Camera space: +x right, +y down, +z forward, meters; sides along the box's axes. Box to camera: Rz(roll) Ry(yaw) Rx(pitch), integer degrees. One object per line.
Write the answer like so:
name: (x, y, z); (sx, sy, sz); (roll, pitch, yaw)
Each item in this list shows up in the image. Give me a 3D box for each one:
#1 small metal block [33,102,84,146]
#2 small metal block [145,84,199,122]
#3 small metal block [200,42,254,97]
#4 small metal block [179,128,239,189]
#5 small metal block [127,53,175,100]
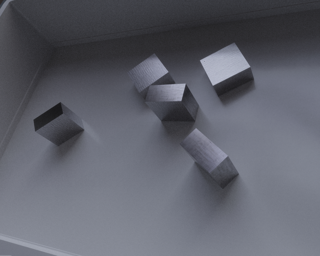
small metal block: (-0.153, -0.005, 0.471); (0.050, 0.050, 0.025); (-32, 52, 7)
small metal block: (0.016, -0.031, 0.399); (0.050, 0.050, 0.025); (1, 63, 28)
small metal block: (0.087, -0.077, 0.406); (0.050, 0.025, 0.050); (-26, 53, 11)
small metal block: (0.054, 0.034, 0.340); (0.025, 0.050, 0.050); (-44, 51, -2)
small metal block: (-0.014, -0.075, 0.457); (0.050, 0.025, 0.050); (-35, 52, 5)
